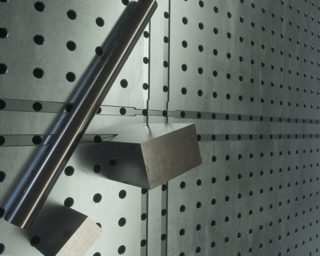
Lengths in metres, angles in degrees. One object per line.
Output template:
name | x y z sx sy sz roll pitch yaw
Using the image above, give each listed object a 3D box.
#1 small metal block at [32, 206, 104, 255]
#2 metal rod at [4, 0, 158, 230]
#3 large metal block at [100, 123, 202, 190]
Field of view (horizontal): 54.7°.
small metal block | -0.094 0.112 0.316 0.050 0.050 0.025 -50 120 -28
metal rod | -0.076 -0.035 0.347 0.025 0.025 0.300 40 66 -33
large metal block | -0.011 0.029 0.366 0.081 0.080 0.050 -19 103 -39
